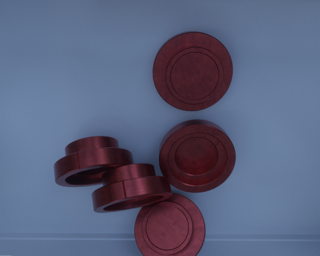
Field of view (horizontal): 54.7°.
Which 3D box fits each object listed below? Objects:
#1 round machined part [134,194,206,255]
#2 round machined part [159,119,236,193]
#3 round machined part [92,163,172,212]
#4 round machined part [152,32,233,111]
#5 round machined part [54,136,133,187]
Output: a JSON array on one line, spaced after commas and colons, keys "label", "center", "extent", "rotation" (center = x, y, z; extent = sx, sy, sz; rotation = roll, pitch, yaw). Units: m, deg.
[{"label": "round machined part", "center": [0.013, 0.138, 0.424], "extent": [0.098, 0.042, 0.098], "rotation": [-3, 66, 8]}, {"label": "round machined part", "center": [0.048, 0.034, 0.416], "extent": [0.099, 0.042, 0.097], "rotation": [0, 110, -1]}, {"label": "round machined part", "center": [-0.037, 0.075, 0.392], "extent": [0.098, 0.098, 0.042], "rotation": [-15, 69, 5]}, {"label": "round machined part", "center": [0.040, -0.067, 0.378], "extent": [0.099, 0.042, 0.097], "rotation": [0, 110, -1]}, {"label": "round machined part", "center": [-0.085, 0.042, 0.397], "extent": [0.098, 0.098, 0.042], "rotation": [-15, 69, 5]}]
